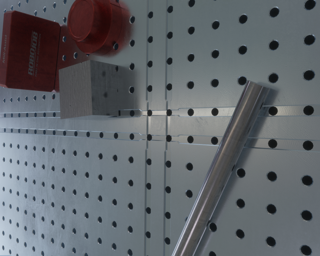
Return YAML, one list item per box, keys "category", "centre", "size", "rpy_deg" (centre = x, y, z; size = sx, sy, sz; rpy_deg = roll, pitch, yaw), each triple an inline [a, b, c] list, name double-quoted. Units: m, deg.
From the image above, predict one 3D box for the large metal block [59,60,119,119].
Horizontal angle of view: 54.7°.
- category: "large metal block"
  centre: [-0.113, -0.056, 0.486]
  size: [0.080, 0.050, 0.080]
  rpy_deg: [-5, 87, 40]

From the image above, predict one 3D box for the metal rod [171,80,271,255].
- category: "metal rod"
  centre: [0.054, 0.089, 0.364]
  size: [0.025, 0.025, 0.298]
  rpy_deg: [32, 110, 35]

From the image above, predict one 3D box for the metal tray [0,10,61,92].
- category: "metal tray"
  centre: [-0.234, -0.134, 0.560]
  size: [0.030, 0.091, 0.129]
  rpy_deg: [14, 99, 39]

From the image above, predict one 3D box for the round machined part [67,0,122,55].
- category: "round machined part"
  centre: [-0.109, -0.167, 0.488]
  size: [0.098, 0.042, 0.097]
  rpy_deg: [0, 90, 40]
